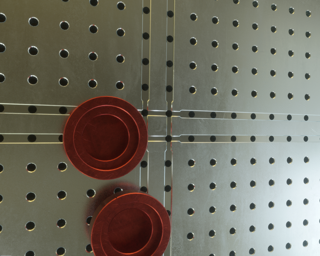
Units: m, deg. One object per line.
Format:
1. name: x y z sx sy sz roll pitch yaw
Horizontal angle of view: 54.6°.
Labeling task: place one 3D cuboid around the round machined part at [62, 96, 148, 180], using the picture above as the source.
1. round machined part: -0.068 0.011 0.379 0.099 0.042 0.097 0 90 -20

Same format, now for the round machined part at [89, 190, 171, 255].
1. round machined part: -0.039 0.126 0.389 0.099 0.042 0.097 0 90 -20
